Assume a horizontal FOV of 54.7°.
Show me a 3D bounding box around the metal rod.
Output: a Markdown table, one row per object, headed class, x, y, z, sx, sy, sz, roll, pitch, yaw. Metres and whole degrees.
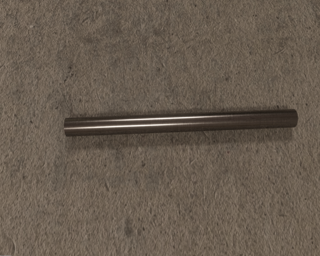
| class | x | y | z | sx | sy | sz | roll | pitch | yaw |
| --- | --- | --- | --- | --- | --- | --- | --- | --- | --- |
| metal rod | 0.028 | -0.007 | 0.410 | 0.302 | 0.025 | 0.025 | -2 | 70 | -2 |
